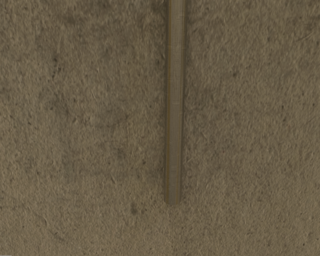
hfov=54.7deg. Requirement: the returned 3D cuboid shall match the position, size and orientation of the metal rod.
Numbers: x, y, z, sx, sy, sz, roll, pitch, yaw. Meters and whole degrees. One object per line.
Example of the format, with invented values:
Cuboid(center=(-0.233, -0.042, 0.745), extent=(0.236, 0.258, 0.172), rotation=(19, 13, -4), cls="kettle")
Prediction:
Cuboid(center=(0.019, -0.036, 0.396), extent=(0.025, 0.025, 0.298), rotation=(0, 110, -1), cls="metal rod")
